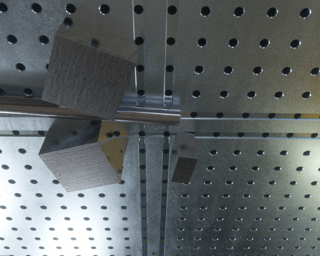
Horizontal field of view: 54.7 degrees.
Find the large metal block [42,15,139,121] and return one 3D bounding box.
[{"bbox_3d":[-0.076,-0.063,0.340,0.081,0.050,0.079,17,128,-15],"label":"large metal block"}]

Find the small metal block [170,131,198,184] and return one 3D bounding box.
[{"bbox_3d":[0.032,0.041,0.431,0.025,0.050,0.050,8,130,-7],"label":"small metal block"}]

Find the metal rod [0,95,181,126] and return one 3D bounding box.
[{"bbox_3d":[-0.125,-0.024,0.389,0.302,0.025,0.025,4,130,-4],"label":"metal rod"}]

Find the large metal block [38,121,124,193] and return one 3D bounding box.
[{"bbox_3d":[-0.104,0.038,0.426,0.080,0.050,0.080,-13,129,10],"label":"large metal block"}]
